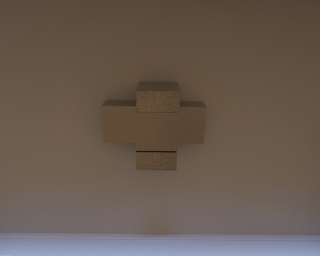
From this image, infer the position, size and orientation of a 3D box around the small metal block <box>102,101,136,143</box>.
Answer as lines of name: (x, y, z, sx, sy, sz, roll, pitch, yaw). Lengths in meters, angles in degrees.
small metal block: (-0.048, -0.008, 0.405, 0.050, 0.025, 0.050, 1, 110, -1)

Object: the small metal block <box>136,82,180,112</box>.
small metal block: (-0.002, -0.039, 0.381, 0.050, 0.050, 0.025, 1, 110, -1)

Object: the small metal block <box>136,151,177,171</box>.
small metal block: (-0.005, 0.033, 0.406, 0.050, 0.050, 0.025, 1, 110, -1)

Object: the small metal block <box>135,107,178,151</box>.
small metal block: (-0.004, 0.001, 0.382, 0.050, 0.025, 0.050, 1, 110, -1)

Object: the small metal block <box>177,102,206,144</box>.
small metal block: (0.032, -0.007, 0.407, 0.050, 0.025, 0.050, 1, 110, -1)
